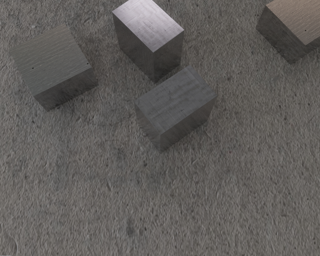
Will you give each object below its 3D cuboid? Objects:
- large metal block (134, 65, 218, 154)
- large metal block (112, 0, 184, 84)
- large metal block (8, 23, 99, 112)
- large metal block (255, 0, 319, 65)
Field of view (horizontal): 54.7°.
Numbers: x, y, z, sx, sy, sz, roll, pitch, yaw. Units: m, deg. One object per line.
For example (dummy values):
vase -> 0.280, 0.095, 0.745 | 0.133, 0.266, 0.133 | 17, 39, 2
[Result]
large metal block -> 0.018, -0.020, 0.386 | 0.080, 0.080, 0.050 | -35, 74, -12
large metal block -> -0.015, -0.120, 0.423 | 0.050, 0.080, 0.080 | -39, 75, -13
large metal block -> -0.143, -0.082, 0.424 | 0.080, 0.050, 0.080 | -30, 73, -10
large metal block -> 0.203, -0.153, 0.452 | 0.080, 0.050, 0.080 | -32, 73, -11
